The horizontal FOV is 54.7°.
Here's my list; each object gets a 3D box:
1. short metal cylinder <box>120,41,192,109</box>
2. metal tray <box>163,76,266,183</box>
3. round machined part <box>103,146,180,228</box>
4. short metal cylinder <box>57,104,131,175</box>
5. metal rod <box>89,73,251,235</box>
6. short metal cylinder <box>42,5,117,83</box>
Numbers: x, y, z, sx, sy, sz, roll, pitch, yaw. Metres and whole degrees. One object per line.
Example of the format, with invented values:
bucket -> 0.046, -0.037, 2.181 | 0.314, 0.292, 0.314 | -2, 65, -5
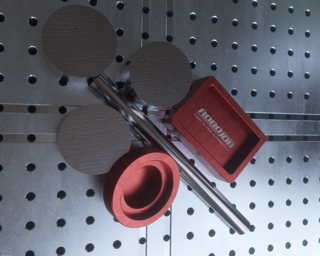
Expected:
short metal cylinder -> -0.006, -0.065, 0.396 | 0.081, 0.050, 0.080 | 0, 90, -20
metal tray -> 0.079, 0.003, 0.438 | 0.130, 0.030, 0.090 | 45, 77, -15
round machined part -> -0.026, 0.069, 0.383 | 0.099, 0.042, 0.097 | -14, 113, -35
short metal cylinder -> -0.080, 0.012, 0.369 | 0.081, 0.050, 0.080 | 0, 90, -20
metal rod -> 0.022, 0.043, 0.421 | 0.300, 0.025, 0.025 | 46, 76, -14
short metal cylinder -> -0.095, -0.096, 0.364 | 0.081, 0.050, 0.080 | 0, 90, -20
